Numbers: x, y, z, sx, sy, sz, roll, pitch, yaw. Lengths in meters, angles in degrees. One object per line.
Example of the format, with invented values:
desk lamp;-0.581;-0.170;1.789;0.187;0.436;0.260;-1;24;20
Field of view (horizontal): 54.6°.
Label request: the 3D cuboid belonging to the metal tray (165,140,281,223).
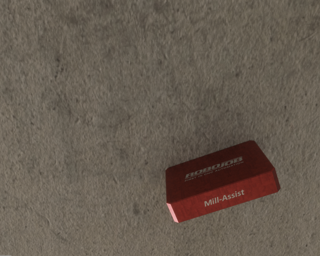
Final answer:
metal tray;0.074;0.065;0.399;0.130;0.090;0.030;-19;109;7
